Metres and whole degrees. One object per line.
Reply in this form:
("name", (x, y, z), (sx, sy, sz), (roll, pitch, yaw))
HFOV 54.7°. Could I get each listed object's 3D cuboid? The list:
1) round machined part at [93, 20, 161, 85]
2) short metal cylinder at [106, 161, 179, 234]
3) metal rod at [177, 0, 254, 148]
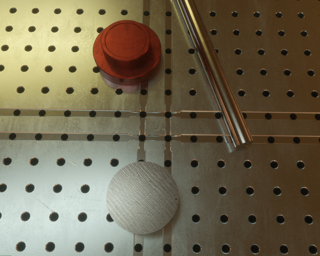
("round machined part", (-0.047, -0.114, 0.444), (0.099, 0.042, 0.098), (0, 70, -1))
("short metal cylinder", (-0.019, 0.084, 0.367), (0.081, 0.050, 0.080), (0, 70, 0))
("metal rod", (0.068, -0.113, 0.453), (0.025, 0.025, 0.299), (-16, 71, -6))
